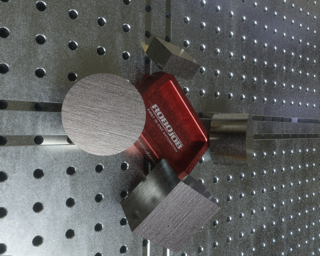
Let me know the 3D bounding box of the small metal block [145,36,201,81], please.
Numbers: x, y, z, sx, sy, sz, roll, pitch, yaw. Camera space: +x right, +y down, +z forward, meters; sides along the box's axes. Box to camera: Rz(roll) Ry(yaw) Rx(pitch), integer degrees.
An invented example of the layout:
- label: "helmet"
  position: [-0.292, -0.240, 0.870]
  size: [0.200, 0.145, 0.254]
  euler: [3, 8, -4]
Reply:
- label: "small metal block"
  position: [0.017, -0.090, 0.403]
  size: [0.050, 0.050, 0.025]
  euler: [11, 121, -39]

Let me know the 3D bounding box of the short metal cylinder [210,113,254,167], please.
- label: "short metal cylinder"
  position: [0.109, 0.017, 0.464]
  size: [0.080, 0.050, 0.079]
  euler: [0, 90, -66]

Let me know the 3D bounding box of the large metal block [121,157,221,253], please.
- label: "large metal block"
  position: [0.013, 0.096, 0.382]
  size: [0.080, 0.050, 0.080]
  euler: [-48, 124, 6]

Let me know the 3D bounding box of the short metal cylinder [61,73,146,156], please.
- label: "short metal cylinder"
  position: [-0.059, -0.013, 0.324]
  size: [0.081, 0.050, 0.079]
  euler: [0, 91, -15]

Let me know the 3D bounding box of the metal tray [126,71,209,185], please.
- label: "metal tray"
  position: [0.010, 0.001, 0.413]
  size: [0.090, 0.030, 0.130]
  euler: [-49, 119, -29]
